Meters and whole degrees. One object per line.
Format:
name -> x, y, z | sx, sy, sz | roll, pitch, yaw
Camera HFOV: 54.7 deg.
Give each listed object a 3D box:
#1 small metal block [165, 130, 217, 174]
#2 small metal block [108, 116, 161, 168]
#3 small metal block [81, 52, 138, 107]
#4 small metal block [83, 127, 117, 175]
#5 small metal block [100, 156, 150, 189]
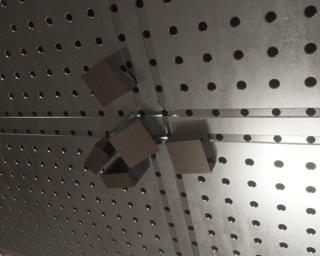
small metal block -> 0.041, 0.033, 0.409 | 0.050, 0.025, 0.050 | -7, 115, 31
small metal block -> -0.034, 0.019, 0.427 | 0.050, 0.025, 0.050 | -32, 102, 11
small metal block -> -0.067, -0.062, 0.406 | 0.050, 0.025, 0.050 | -25, 105, 36
small metal block -> -0.080, 0.034, 0.456 | 0.025, 0.050, 0.050 | 40, 129, 3
small metal block -> -0.052, 0.063, 0.460 | 0.050, 0.050, 0.025 | -10, 114, 32
